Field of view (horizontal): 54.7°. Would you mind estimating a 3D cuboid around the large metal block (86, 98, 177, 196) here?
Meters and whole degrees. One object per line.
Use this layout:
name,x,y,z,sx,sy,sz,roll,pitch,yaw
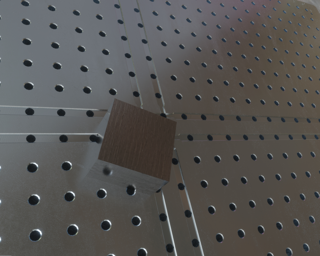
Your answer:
large metal block,-0.031,0.023,0.362,0.080,0.050,0.080,21,54,-17
